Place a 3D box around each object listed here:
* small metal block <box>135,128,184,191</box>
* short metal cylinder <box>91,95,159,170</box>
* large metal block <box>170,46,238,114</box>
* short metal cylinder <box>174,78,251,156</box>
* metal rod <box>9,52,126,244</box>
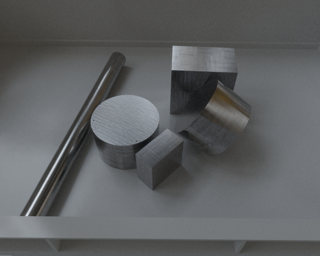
[{"bbox_3d":[0.000,0.037,0.358,0.025,0.050,0.050,37,59,26],"label":"small metal block"},{"bbox_3d":[-0.041,0.005,0.384,0.081,0.050,0.080,0,50,0],"label":"short metal cylinder"},{"bbox_3d":[0.056,-0.062,0.423,0.081,0.080,0.050,2,50,2],"label":"large metal block"},{"bbox_3d":[0.062,-0.013,0.372,0.050,0.080,0.080,36,52,-12],"label":"short metal cylinder"},{"bbox_3d":[-0.103,-0.001,0.404,0.025,0.025,0.300,11,51,9],"label":"metal rod"}]
